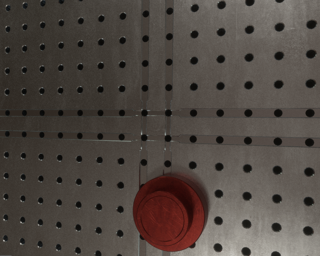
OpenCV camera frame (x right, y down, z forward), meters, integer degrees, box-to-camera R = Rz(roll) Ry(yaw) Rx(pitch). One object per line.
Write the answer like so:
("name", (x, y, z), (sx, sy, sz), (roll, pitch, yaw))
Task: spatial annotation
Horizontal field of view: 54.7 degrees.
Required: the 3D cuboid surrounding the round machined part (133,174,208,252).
("round machined part", (0.009, 0.111, 0.400), (0.098, 0.042, 0.097), (0, 90, 19))
